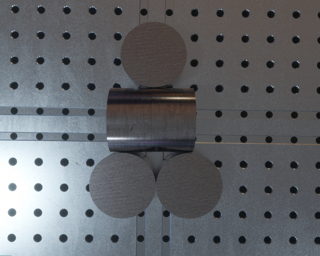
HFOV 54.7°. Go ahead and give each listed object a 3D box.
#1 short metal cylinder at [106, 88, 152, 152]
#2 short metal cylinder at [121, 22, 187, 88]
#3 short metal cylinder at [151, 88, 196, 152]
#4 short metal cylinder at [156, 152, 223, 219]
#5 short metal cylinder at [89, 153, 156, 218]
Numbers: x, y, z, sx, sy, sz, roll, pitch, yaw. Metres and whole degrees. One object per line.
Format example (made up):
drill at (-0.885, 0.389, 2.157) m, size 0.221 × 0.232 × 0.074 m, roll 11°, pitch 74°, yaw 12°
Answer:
short metal cylinder at (-0.035, -0.010, 0.386) m, size 0.050 × 0.080 × 0.079 m, roll 0°, pitch 90°, yaw 0°
short metal cylinder at (-0.008, -0.089, 0.400) m, size 0.081 × 0.050 × 0.079 m, roll 0°, pitch 90°, yaw -1°
short metal cylinder at (0.015, -0.010, 0.387) m, size 0.050 × 0.080 × 0.079 m, roll 0°, pitch 90°, yaw 0°
short metal cylinder at (0.036, 0.070, 0.400) m, size 0.081 × 0.050 × 0.079 m, roll 0°, pitch 90°, yaw -1°
short metal cylinder at (-0.046, 0.070, 0.399) m, size 0.081 × 0.050 × 0.079 m, roll 0°, pitch 90°, yaw -1°
